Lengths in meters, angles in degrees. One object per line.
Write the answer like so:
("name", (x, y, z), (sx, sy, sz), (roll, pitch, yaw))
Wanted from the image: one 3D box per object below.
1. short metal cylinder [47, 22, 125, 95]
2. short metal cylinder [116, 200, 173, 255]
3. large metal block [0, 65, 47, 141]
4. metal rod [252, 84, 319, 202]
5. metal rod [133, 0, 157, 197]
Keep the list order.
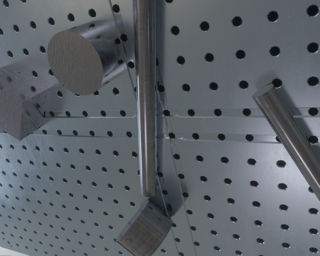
("short metal cylinder", (-0.092, -0.088, 0.389), (0.080, 0.050, 0.079), (13, 124, 21))
("short metal cylinder", (-0.024, 0.161, 0.488), (0.050, 0.080, 0.080), (39, 129, 1))
("large metal block", (-0.235, -0.040, 0.494), (0.080, 0.050, 0.079), (30, 128, 8))
("metal rod", (0.196, 0.079, 0.356), (0.025, 0.025, 0.299), (-28, 103, 37))
("metal rod", (-0.017, -0.028, 0.402), (0.025, 0.025, 0.298), (14, 124, 20))
